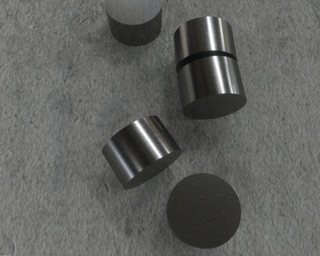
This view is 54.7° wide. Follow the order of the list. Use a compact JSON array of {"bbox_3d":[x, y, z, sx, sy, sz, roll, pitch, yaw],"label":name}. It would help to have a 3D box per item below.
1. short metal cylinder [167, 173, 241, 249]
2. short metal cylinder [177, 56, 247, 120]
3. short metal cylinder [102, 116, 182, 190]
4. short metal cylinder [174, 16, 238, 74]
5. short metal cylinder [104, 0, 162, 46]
[{"bbox_3d":[0.048,0.097,0.360,0.081,0.050,0.080,0,70,0],"label":"short metal cylinder"},{"bbox_3d":[0.065,-0.049,0.398,0.081,0.080,0.050,-7,70,-3],"label":"short metal cylinder"},{"bbox_3d":[-0.021,0.030,0.368,0.080,0.080,0.050,-32,74,-11],"label":"short metal cylinder"},{"bbox_3d":[0.060,-0.103,0.417,0.081,0.080,0.050,-3,70,-1],"label":"short metal cylinder"},{"bbox_3d":[-0.037,-0.169,0.456,0.081,0.050,0.080,0,70,0],"label":"short metal cylinder"}]
